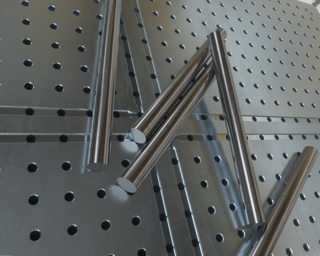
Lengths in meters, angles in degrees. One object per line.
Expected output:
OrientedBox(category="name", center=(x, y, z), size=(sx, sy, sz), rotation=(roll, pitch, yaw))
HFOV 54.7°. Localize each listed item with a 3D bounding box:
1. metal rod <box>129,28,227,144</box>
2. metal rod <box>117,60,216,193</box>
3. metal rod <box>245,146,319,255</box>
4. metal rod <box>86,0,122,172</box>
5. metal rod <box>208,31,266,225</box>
OrientedBox(category="metal rod", center=(0.042, -0.083, 0.483), size=(0.025, 0.025, 0.301), rotation=(39, 51, -2))
OrientedBox(category="metal rod", center=(0.034, -0.027, 0.444), size=(0.025, 0.025, 0.301), rotation=(40, 51, -2))
OrientedBox(category="metal rod", center=(0.166, 0.117, 0.428), size=(0.025, 0.025, 0.302), rotation=(46, 51, 4))
OrientedBox(category="metal rod", center=(-0.072, -0.085, 0.422), size=(0.025, 0.025, 0.299), rotation=(13, 56, -22))
OrientedBox(category="metal rod", center=(0.108, -0.014, 0.456), size=(0.025, 0.025, 0.299), rotation=(4, 66, -27))
